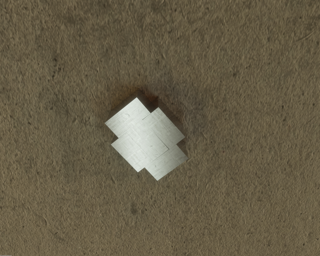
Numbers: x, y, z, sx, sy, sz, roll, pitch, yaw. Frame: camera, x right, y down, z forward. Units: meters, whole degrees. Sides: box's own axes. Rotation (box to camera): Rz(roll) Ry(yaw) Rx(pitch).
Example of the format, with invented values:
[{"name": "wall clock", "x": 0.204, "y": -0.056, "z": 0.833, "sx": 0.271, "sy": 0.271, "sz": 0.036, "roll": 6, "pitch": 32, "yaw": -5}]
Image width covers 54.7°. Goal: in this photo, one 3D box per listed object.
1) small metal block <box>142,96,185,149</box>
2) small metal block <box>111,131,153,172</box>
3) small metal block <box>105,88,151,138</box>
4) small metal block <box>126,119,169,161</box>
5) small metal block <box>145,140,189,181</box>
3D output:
[{"name": "small metal block", "x": 0.005, "y": -0.008, "z": 0.394, "sx": 0.025, "sy": 0.050, "sz": 0.050, "roll": -39, "pitch": 106, "yaw": 13}, {"name": "small metal block", "x": -0.034, "y": 0.022, "z": 0.405, "sx": 0.025, "sy": 0.050, "sz": 0.050, "roll": -38, "pitch": 106, "yaw": 12}, {"name": "small metal block", "x": -0.038, "y": -0.020, "z": 0.389, "sx": 0.050, "sy": 0.050, "sz": 0.025, "roll": -37, "pitch": 106, "yaw": 12}, {"name": "small metal block", "x": -0.015, "y": 0.007, "z": 0.399, "sx": 0.025, "sy": 0.050, "sz": 0.050, "roll": -38, "pitch": 106, "yaw": 12}, {"name": "small metal block", "x": 0.008, "y": 0.035, "z": 0.410, "sx": 0.050, "sy": 0.050, "sz": 0.025, "roll": -37, "pitch": 106, "yaw": 12}]
